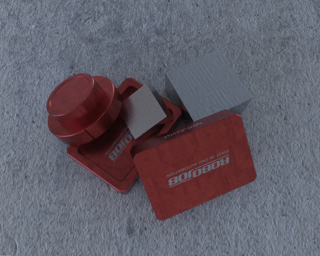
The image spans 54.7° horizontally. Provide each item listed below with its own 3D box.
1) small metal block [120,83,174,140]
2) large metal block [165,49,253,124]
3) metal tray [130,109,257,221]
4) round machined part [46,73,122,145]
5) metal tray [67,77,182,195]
[{"bbox_3d":[-0.019,-0.020,0.392,0.050,0.025,0.050,-36,74,17],"label":"small metal block"},{"bbox_3d":[0.061,-0.046,0.413,0.080,0.050,0.080,-25,72,-9],"label":"large metal block"},{"bbox_3d":[0.041,0.043,0.367,0.131,0.030,0.090,-22,108,-7],"label":"metal tray"},{"bbox_3d":[-0.101,-0.030,0.388,0.098,0.042,0.098,-15,49,18],"label":"round machined part"},{"bbox_3d":[-0.043,0.008,0.402,0.090,0.030,0.130,33,73,11],"label":"metal tray"}]
